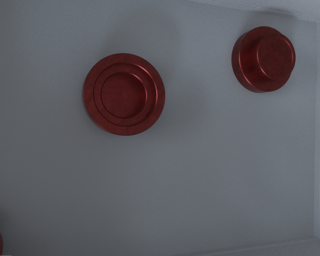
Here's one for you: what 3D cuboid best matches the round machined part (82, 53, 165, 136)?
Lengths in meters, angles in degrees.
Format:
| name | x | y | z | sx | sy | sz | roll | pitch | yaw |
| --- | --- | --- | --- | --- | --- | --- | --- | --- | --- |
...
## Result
| name | x | y | z | sx | sy | sz | roll | pitch | yaw |
| --- | --- | --- | --- | --- | --- | --- | --- | --- | --- |
| round machined part | -0.047 | -0.040 | 0.384 | 0.099 | 0.042 | 0.097 | 0 | 90 | -20 |

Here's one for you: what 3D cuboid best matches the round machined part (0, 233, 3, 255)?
| name | x | y | z | sx | sy | sz | roll | pitch | yaw |
| --- | --- | --- | --- | --- | --- | --- | --- | --- | --- |
| round machined part | -0.204 | 0.138 | 0.307 | 0.099 | 0.098 | 0.042 | -30 | 136 | -18 |

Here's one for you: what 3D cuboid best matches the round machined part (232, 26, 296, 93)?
| name | x | y | z | sx | sy | sz | roll | pitch | yaw |
| --- | --- | --- | --- | --- | --- | --- | --- | --- | --- |
| round machined part | 0.160 | -0.103 | 0.460 | 0.099 | 0.042 | 0.097 | 0 | 90 | -20 |
